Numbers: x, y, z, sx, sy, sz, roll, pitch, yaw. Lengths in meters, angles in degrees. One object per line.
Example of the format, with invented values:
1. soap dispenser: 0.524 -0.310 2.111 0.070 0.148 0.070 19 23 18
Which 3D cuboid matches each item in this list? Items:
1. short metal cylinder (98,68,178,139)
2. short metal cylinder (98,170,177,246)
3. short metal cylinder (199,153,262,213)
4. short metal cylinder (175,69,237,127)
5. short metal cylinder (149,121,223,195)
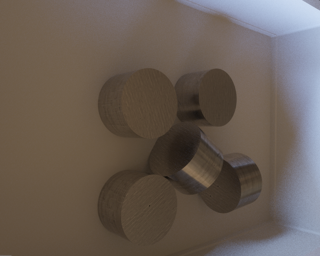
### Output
1. short metal cylinder: -0.026 -0.028 0.369 0.081 0.050 0.080 0 90 -40
2. short metal cylinder: -0.026 0.092 0.369 0.081 0.050 0.080 0 90 -40
3. short metal cylinder: 0.101 0.079 0.455 0.050 0.080 0.079 -6 94 -40
4. short metal cylinder: 0.065 -0.042 0.444 0.081 0.050 0.080 0 90 -40
5. short metal cylinder: 0.033 0.038 0.399 0.050 0.080 0.080 42 65 -32
